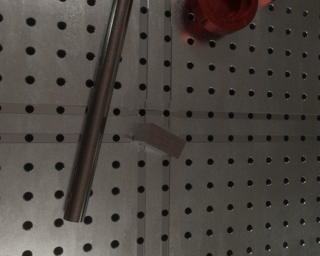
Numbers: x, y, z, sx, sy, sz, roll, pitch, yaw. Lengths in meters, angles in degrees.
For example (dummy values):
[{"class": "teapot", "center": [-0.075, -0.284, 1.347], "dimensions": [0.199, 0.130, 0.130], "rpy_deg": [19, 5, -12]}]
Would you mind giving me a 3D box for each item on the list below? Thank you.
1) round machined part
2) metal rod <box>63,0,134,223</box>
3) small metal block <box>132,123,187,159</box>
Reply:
[{"class": "round machined part", "center": [0.085, -0.180, 0.436], "dimensions": [0.099, 0.042, 0.097], "rpy_deg": [0, 90, -21]}, {"class": "metal rod", "center": [-0.074, -0.035, 0.385], "dimensions": [0.025, 0.025, 0.298], "rpy_deg": [13, 85, -20]}, {"class": "small metal block", "center": [-0.002, 0.016, 0.400], "dimensions": [0.050, 0.050, 0.025], "rpy_deg": [28, 81, -18]}]
